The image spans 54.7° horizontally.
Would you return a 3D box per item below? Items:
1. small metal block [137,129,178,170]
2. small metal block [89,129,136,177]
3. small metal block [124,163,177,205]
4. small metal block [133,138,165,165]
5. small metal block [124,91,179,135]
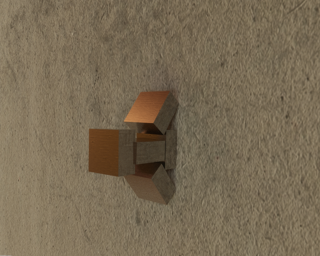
[{"bbox_3d":[-0.004,0.026,0.409,0.050,0.025,0.050,3,92,39],"label":"small metal block"},{"bbox_3d":[-0.055,0.026,0.352,0.050,0.025,0.050,1,91,39],"label":"small metal block"},{"bbox_3d":[-0.014,0.069,0.400,0.050,0.025,0.050,3,133,39],"label":"small metal block"},{"bbox_3d":[-0.029,0.027,0.379,0.050,0.050,0.025,3,92,39],"label":"small metal block"},{"bbox_3d":[-0.011,-0.020,0.398,0.050,0.025,0.050,4,56,40],"label":"small metal block"}]
